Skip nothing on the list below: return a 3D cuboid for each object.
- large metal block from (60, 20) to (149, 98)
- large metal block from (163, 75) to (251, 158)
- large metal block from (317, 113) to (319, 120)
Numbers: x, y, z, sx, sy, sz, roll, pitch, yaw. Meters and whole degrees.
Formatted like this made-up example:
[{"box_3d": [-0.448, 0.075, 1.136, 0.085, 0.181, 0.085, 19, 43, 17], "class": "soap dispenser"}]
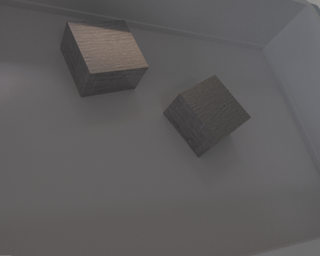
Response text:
[{"box_3d": [-0.074, -0.093, 0.406, 0.081, 0.050, 0.080, -14, 69, -34], "class": "large metal block"}, {"box_3d": [0.066, -0.018, 0.436, 0.081, 0.050, 0.080, -31, 79, -38], "class": "large metal block"}, {"box_3d": [0.367, -0.019, 0.601, 0.081, 0.050, 0.080, -30, 79, -38], "class": "large metal block"}]
